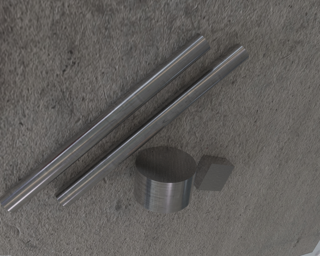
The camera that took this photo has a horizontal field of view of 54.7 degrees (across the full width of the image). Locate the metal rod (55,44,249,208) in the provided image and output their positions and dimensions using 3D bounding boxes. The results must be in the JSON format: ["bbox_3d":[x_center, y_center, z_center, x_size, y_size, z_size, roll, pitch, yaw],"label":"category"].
[{"bbox_3d":[-0.009,-0.004,0.399,0.300,0.025,0.025,-40,130,-2],"label":"metal rod"}]

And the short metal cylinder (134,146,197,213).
[{"bbox_3d":[0.006,0.067,0.416,0.081,0.080,0.050,-9,122,-24],"label":"short metal cylinder"}]

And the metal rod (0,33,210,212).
[{"bbox_3d":[-0.063,-0.007,0.367,0.300,0.025,0.025,-40,130,-1],"label":"metal rod"}]

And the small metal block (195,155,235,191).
[{"bbox_3d":[0.084,0.073,0.498,0.050,0.025,0.050,11,113,-33],"label":"small metal block"}]
